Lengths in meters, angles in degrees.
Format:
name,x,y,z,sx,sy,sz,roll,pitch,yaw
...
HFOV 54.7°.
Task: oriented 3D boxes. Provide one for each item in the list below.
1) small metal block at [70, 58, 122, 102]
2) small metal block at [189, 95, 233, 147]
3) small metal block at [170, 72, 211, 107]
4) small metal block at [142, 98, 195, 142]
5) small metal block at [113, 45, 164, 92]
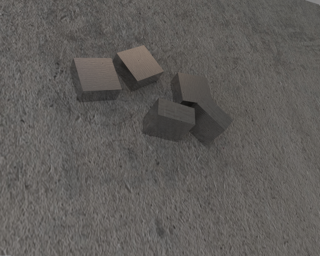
name,x,y,z,sx,sy,sz,roll,pitch,yaw
small metal block,-0.083,-0.062,0.397,0.050,0.025,0.050,-7,65,-31
small metal block,0.063,-0.009,0.427,0.050,0.050,0.025,44,51,2
small metal block,0.046,-0.052,0.460,0.050,0.025,0.050,7,59,-25
small metal block,0.011,-0.009,0.398,0.050,0.050,0.025,15,56,-20
small metal block,-0.032,-0.085,0.438,0.050,0.025,0.050,-28,77,-37
